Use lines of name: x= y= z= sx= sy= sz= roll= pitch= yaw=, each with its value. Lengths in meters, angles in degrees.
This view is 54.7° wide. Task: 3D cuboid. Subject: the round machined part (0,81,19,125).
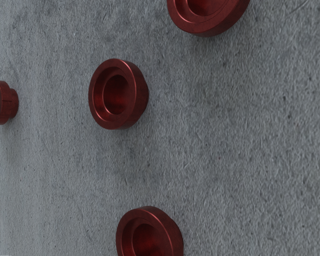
round machined part: x=-0.347 y=-0.055 z=0.681 sx=0.098 sy=0.042 sz=0.097 roll=0 pitch=90 yaw=40

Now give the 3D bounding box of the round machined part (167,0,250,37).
round machined part: x=0.059 y=-0.150 z=0.345 sx=0.098 sy=0.042 sz=0.097 roll=0 pitch=90 yaw=40

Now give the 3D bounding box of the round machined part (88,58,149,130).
round machined part: x=-0.054 y=-0.046 z=0.439 sx=0.098 sy=0.042 sz=0.097 roll=0 pitch=90 yaw=40

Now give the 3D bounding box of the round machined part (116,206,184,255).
round machined part: x=-0.009 y=0.150 z=0.401 sx=0.098 sy=0.042 sz=0.097 roll=0 pitch=90 yaw=40
